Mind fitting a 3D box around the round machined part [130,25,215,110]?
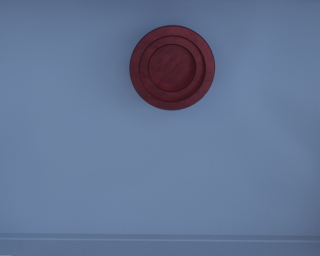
[{"bbox_3d":[0.014,-0.074,0.375,0.099,0.042,0.097,0,110,0],"label":"round machined part"}]
